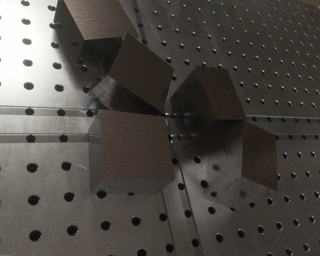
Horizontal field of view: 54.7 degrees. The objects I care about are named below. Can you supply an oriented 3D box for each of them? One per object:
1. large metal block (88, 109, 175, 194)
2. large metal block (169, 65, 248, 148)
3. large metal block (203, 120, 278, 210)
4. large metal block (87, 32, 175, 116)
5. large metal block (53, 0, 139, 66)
[{"bbox_3d":[-0.035,0.029,0.356,0.081,0.050,0.080,6,59,-26],"label":"large metal block"},{"bbox_3d":[0.062,-0.027,0.425,0.050,0.080,0.080,0,62,-29],"label":"large metal block"},{"bbox_3d":[0.102,0.050,0.400,0.050,0.080,0.080,24,53,-14],"label":"large metal block"},{"bbox_3d":[-0.035,-0.061,0.401,0.080,0.050,0.080,34,50,-24],"label":"large metal block"},{"bbox_3d":[-0.090,-0.139,0.430,0.081,0.050,0.080,-18,71,-35],"label":"large metal block"}]
